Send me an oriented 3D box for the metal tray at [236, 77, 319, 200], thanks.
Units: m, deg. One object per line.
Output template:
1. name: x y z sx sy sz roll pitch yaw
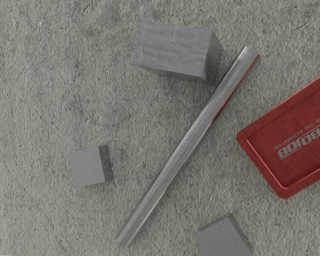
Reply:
1. metal tray: 0.165 0.008 0.348 0.130 0.030 0.090 -37 79 16

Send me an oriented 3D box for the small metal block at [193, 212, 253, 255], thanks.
1. small metal block: 0.078 0.140 0.381 0.050 0.025 0.050 -35 79 16

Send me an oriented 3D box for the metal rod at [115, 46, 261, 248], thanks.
1. metal rod: 0.030 0.032 0.397 0.025 0.025 0.299 36 101 16

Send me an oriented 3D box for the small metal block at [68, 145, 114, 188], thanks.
1. small metal block: -0.098 0.054 0.442 0.050 0.025 0.050 -13 86 19

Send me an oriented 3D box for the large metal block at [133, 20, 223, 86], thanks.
1. large metal block: 0.025 -0.087 0.370 0.080 0.080 0.050 14 95 19
